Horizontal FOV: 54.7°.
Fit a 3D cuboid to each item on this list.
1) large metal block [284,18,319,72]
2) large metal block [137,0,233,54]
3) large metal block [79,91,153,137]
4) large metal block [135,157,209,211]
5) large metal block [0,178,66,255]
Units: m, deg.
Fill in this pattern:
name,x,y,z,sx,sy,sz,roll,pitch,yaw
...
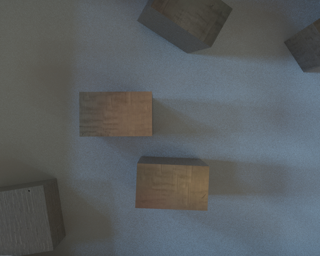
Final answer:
name,x,y,z,sx,sy,sz,roll,pitch,yaw
large metal block,0.218,-0.119,0.387,0.080,0.080,0.050,-33,90,0
large metal block,0.026,-0.137,0.375,0.080,0.080,0.050,29,90,-17
large metal block,-0.049,-0.016,0.383,0.081,0.080,0.050,0,90,-1
large metal block,0.014,0.065,0.384,0.081,0.080,0.050,2,90,-1
large metal block,-0.174,0.114,0.397,0.081,0.050,0.080,-9,90,-1
